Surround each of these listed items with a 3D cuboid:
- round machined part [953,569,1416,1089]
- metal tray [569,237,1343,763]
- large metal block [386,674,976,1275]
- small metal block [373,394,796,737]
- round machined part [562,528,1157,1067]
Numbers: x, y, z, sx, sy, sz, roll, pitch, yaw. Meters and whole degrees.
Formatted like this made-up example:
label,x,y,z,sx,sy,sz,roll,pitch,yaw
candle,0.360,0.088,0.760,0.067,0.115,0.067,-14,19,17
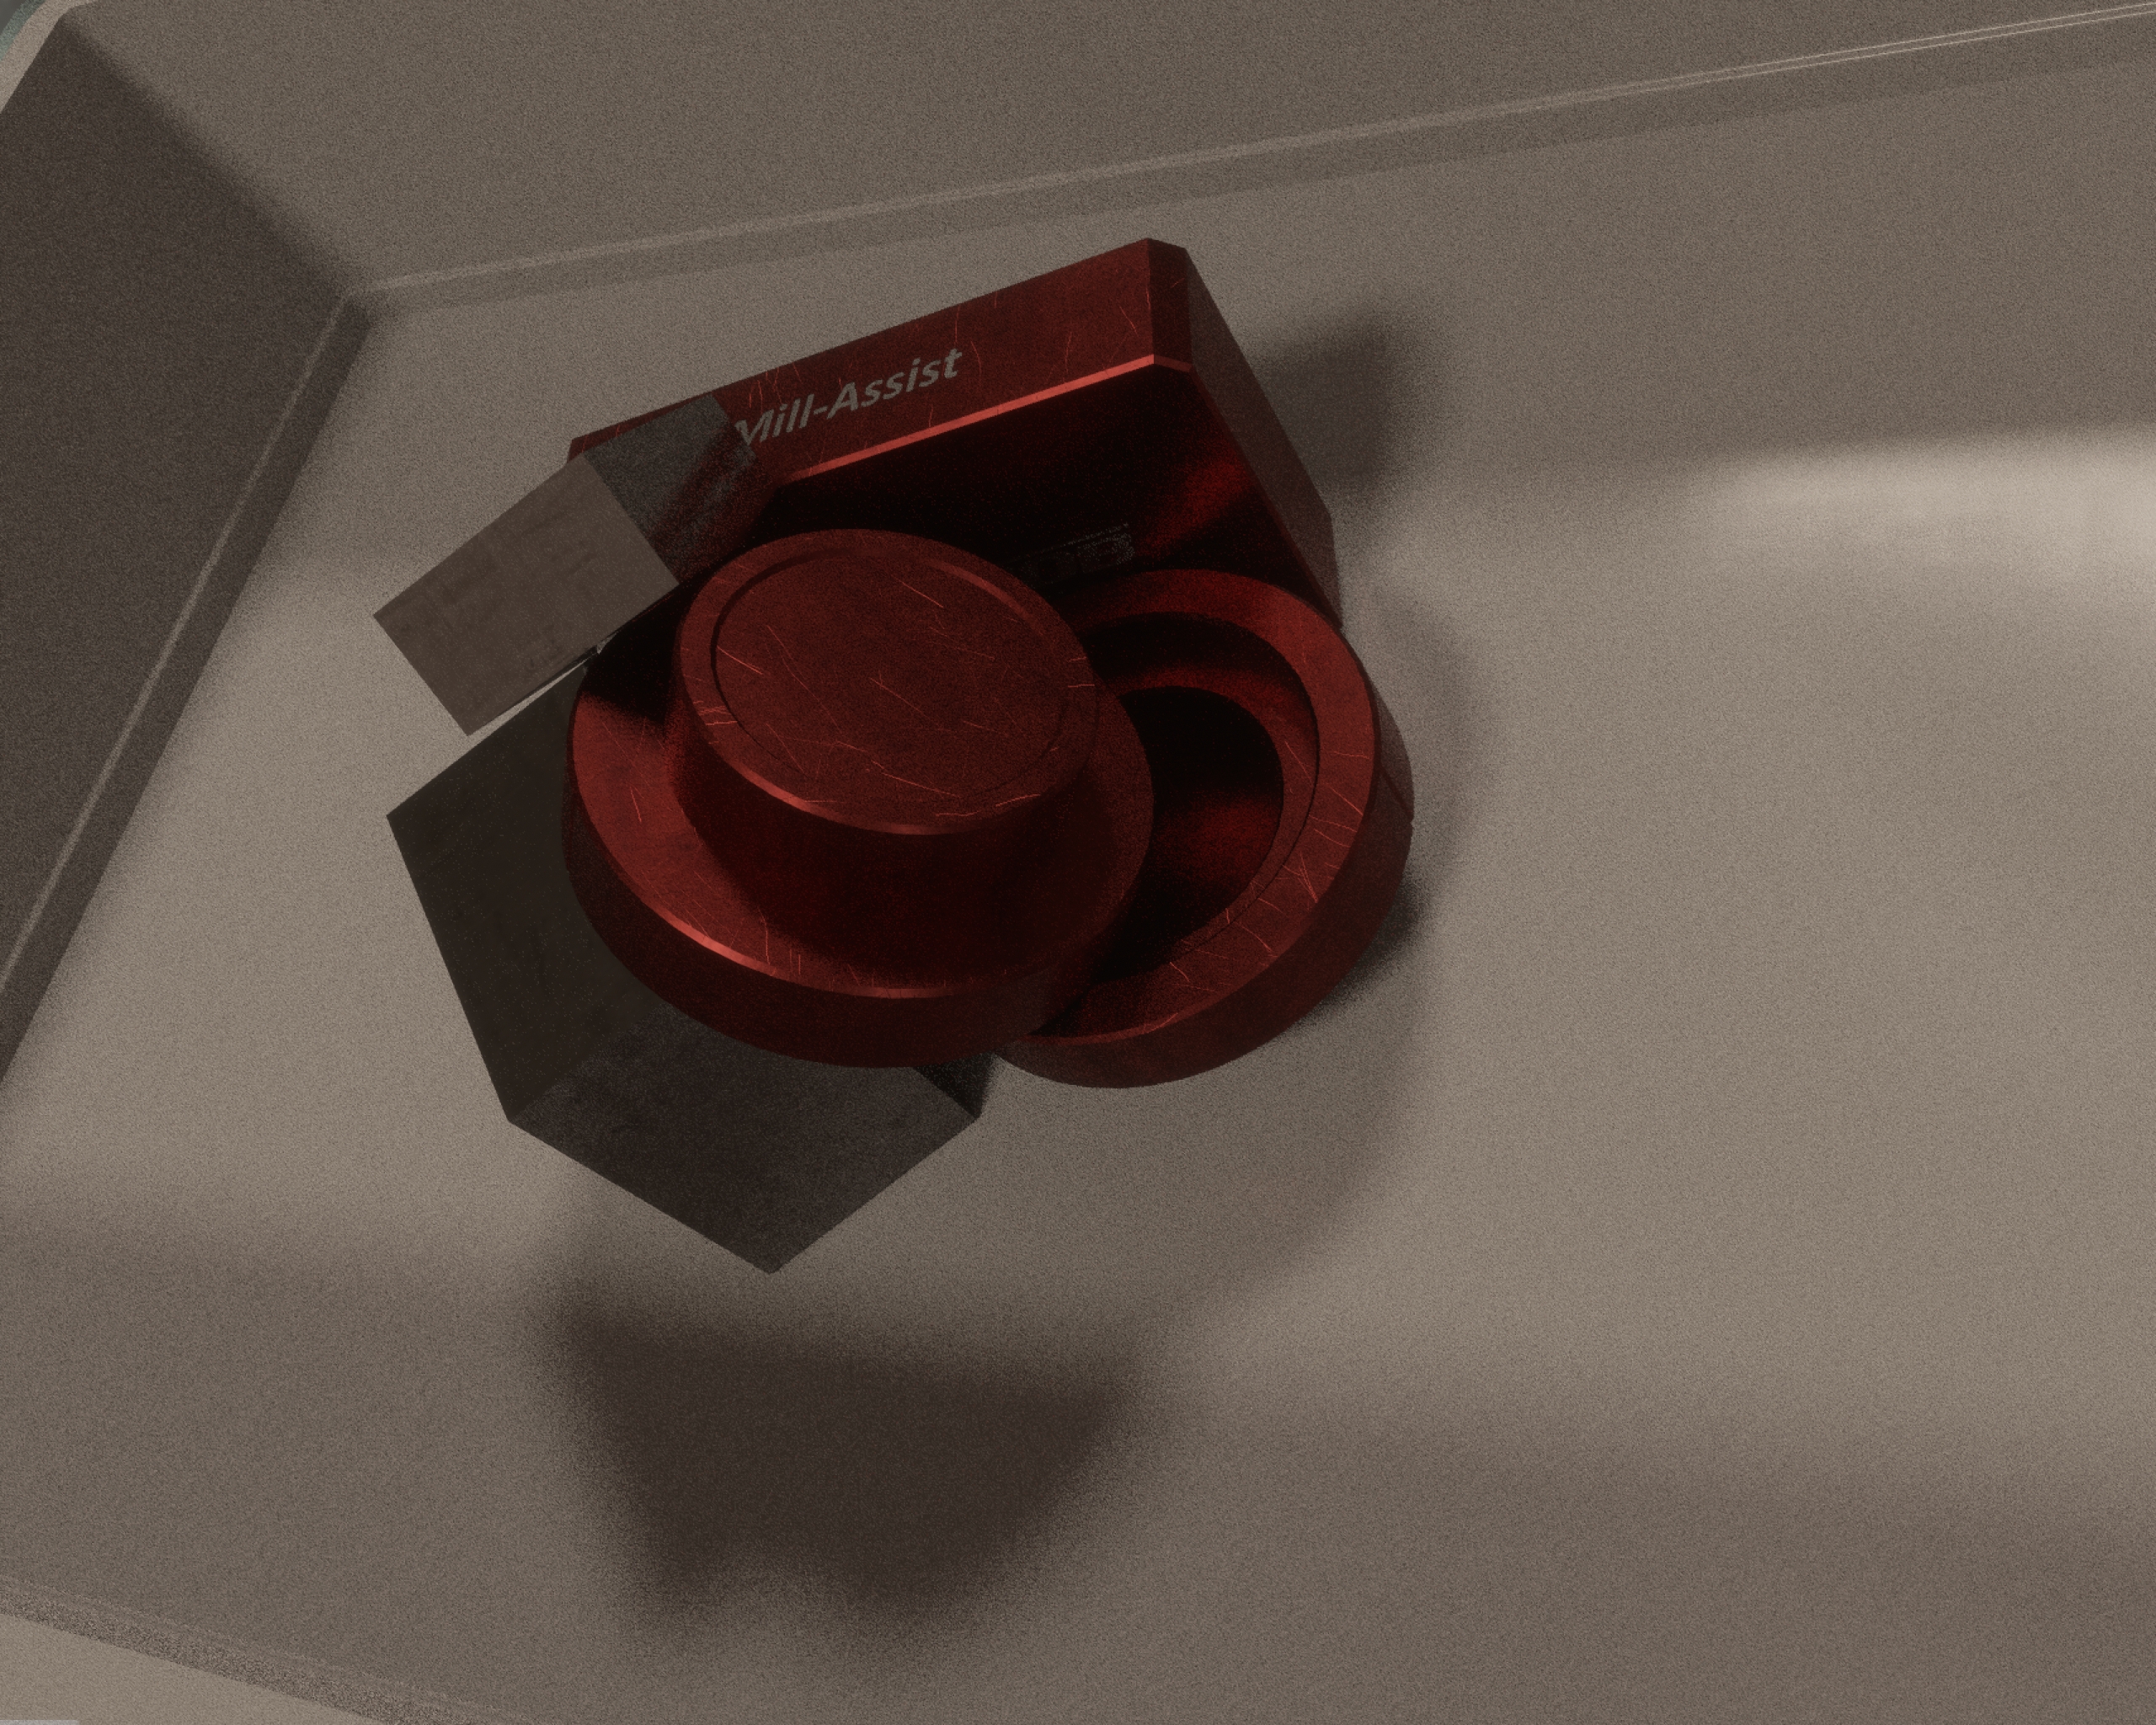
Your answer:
label,x,y,z,sx,sy,sz,roll,pitch,yaw
round machined part,0.015,-0.003,0.387,0.098,0.042,0.098,-13,56,20
metal tray,-0.024,-0.063,0.411,0.130,0.090,0.030,-14,57,20
large metal block,-0.074,0.020,0.394,0.050,0.080,0.080,-38,51,3
small metal block,-0.084,-0.052,0.359,0.050,0.025,0.050,-30,12,24
round machined part,-0.034,-0.018,0.346,0.099,0.042,0.098,9,48,-10
